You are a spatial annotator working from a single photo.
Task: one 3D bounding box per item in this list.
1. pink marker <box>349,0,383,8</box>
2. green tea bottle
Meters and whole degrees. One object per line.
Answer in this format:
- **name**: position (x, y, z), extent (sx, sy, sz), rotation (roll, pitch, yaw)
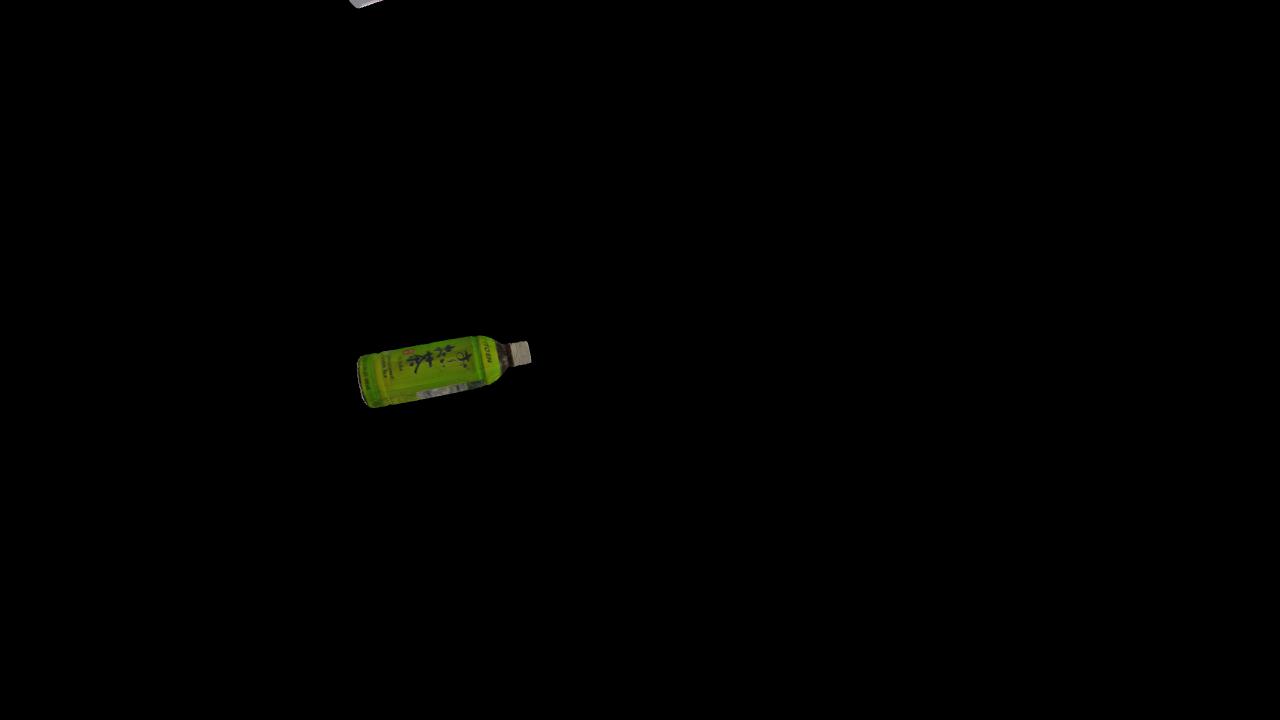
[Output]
- **pink marker**: position (-0.159, -0.287, 0.453), extent (0.121, 0.020, 0.020), rotation (-41, 24, -30)
- **green tea bottle**: position (-0.249, 0.010, 0.801), extent (0.212, 0.073, 0.073), rotation (-10, 2, -14)
